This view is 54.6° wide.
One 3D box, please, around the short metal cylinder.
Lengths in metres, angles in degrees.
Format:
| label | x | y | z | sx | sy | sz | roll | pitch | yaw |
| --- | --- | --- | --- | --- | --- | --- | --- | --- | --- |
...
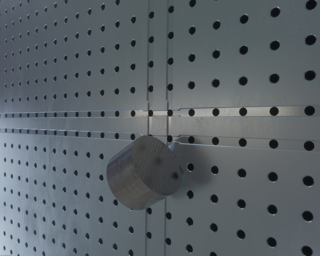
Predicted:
| label | x | y | z | sx | sy | sz | roll | pitch | yaw |
| --- | --- | --- | --- | --- | --- | --- | --- | --- | --- |
| short metal cylinder | -0.019 | 0.056 | 0.391 | 0.050 | 0.081 | 0.080 | -36 | 68 | 34 |
